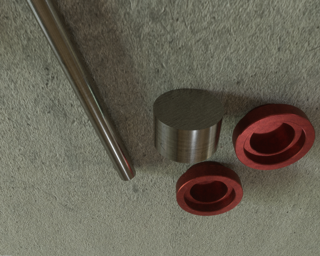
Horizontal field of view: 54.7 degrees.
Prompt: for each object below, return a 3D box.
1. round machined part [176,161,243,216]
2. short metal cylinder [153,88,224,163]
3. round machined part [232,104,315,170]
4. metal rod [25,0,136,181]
[{"bbox_3d":[0.073,0.088,0.473,0.099,0.042,0.097,-1,130,0],"label":"round machined part"},{"bbox_3d":[0.032,-0.004,0.368,0.081,0.080,0.050,0,130,-1],"label":"short metal cylinder"},{"bbox_3d":[0.144,0.007,0.404,0.099,0.042,0.097,-1,130,0],"label":"round machined part"},{"bbox_3d":[-0.087,-0.040,0.371,0.025,0.025,0.299,-12,130,9],"label":"metal rod"}]
